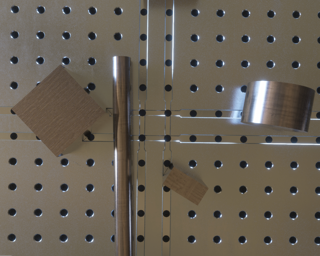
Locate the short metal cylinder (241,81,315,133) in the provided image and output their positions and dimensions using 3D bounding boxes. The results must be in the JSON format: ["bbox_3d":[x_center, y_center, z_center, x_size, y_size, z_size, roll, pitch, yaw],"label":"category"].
[{"bbox_3d":[0.146,-0.025,0.388,0.080,0.080,0.050,10,90,-1],"label":"short metal cylinder"}]

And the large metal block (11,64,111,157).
[{"bbox_3d":[-0.123,-0.021,0.399,0.080,0.050,0.080,-43,91,0],"label":"large metal block"}]

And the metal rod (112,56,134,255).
[{"bbox_3d":[-0.049,0.056,0.412,0.025,0.025,0.298,-1,90,-1],"label":"metal rod"}]

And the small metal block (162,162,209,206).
[{"bbox_3d":[0.031,0.071,0.401,0.050,0.050,0.025,32,90,-1],"label":"small metal block"}]
